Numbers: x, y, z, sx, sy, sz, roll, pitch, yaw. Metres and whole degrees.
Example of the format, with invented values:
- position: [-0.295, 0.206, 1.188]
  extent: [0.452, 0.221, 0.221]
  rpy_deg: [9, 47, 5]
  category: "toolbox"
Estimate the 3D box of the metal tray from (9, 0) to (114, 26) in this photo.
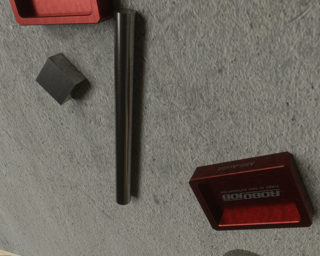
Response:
- position: [-0.123, -0.170, 0.361]
  extent: [0.130, 0.030, 0.089]
  rpy_deg: [7, 122, 24]
  category: "metal tray"

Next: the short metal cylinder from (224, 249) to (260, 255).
- position: [0.127, 0.232, 0.466]
  extent: [0.080, 0.050, 0.079]
  rpy_deg: [13, 124, 20]
  category: "short metal cylinder"

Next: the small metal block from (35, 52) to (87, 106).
- position: [-0.140, -0.069, 0.436]
  extent: [0.050, 0.025, 0.050]
  rpy_deg: [46, 129, -4]
  category: "small metal block"

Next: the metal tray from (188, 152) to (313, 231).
- position: [0.113, 0.085, 0.395]
  extent: [0.130, 0.030, 0.090]
  rpy_deg: [-16, 111, 34]
  category: "metal tray"

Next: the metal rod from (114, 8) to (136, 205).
- position: [-0.050, -0.007, 0.427]
  extent: [0.025, 0.025, 0.298]
  rpy_deg: [17, 125, 18]
  category: "metal rod"
